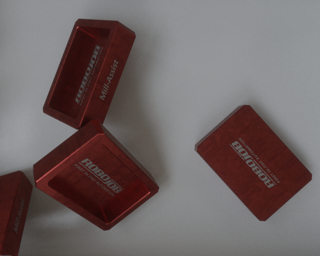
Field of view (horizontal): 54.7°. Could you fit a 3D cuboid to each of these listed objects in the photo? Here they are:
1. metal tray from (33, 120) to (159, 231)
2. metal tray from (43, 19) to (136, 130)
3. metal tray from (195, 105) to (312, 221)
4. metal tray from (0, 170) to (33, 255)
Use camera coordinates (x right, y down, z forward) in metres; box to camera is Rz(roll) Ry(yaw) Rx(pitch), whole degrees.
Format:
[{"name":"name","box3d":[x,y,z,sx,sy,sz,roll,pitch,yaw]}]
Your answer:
[{"name":"metal tray","box3d":[-0.070,0.062,0.369,0.090,0.030,0.130,-38,131,0]},{"name":"metal tray","box3d":[-0.090,-0.066,0.381,0.090,0.030,0.129,20,90,41]},{"name":"metal tray","box3d":[0.121,0.045,0.411,0.090,0.030,0.130,-42,91,0]},{"name":"metal tray","box3d":[-0.207,0.114,0.360,0.090,0.130,0.030,-17,126,-1]}]
